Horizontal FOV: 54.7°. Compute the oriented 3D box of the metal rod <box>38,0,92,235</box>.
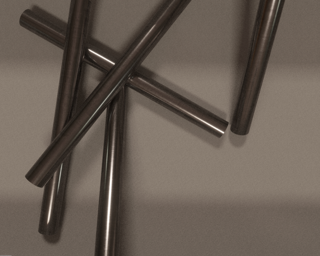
[{"bbox_3d":[-0.122,-0.010,0.394,0.025,0.025,0.298,10,96,-1],"label":"metal rod"}]

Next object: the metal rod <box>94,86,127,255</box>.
[{"bbox_3d":[-0.055,0.080,0.343,0.025,0.025,0.299,0,62,0],"label":"metal rod"}]

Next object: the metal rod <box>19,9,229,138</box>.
[{"bbox_3d":[-0.046,-0.071,0.410,0.301,0.025,0.025,30,90,-1],"label":"metal rod"}]

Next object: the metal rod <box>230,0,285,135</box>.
[{"bbox_3d":[0.116,-0.120,0.332,0.025,0.025,0.298,4,124,0],"label":"metal rod"}]

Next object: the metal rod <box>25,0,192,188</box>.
[{"bbox_3d":[-0.059,-0.055,0.382,0.025,0.025,0.300,37,84,-1],"label":"metal rod"}]
